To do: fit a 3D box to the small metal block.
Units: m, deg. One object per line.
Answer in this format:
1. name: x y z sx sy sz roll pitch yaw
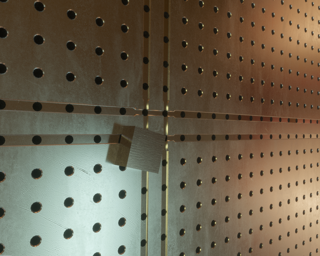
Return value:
1. small metal block: -0.024 0.028 0.391 0.050 0.025 0.050 19 78 -39
